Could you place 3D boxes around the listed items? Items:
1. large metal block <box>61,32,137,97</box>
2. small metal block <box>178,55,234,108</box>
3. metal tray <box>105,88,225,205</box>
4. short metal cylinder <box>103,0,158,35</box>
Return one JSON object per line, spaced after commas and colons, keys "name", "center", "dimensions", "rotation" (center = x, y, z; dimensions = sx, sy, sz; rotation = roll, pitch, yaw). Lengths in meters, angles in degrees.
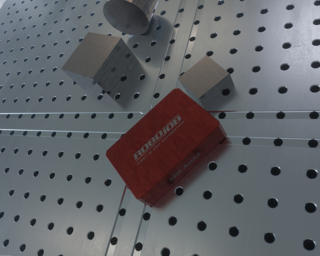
{"name": "large metal block", "center": [-0.100, -0.106, 0.510], "dimensions": [0.080, 0.050, 0.080], "rotation": [21, 73, 35]}
{"name": "small metal block", "center": [0.061, -0.062, 0.414], "dimensions": [0.050, 0.025, 0.050], "rotation": [-39, 51, 1]}
{"name": "metal tray", "center": [0.005, 0.021, 0.390], "dimensions": [0.130, 0.030, 0.090], "rotation": [-43, 51, -2]}
{"name": "short metal cylinder", "center": [-0.049, -0.204, 0.524], "dimensions": [0.080, 0.080, 0.050], "rotation": [5, 64, 30]}
